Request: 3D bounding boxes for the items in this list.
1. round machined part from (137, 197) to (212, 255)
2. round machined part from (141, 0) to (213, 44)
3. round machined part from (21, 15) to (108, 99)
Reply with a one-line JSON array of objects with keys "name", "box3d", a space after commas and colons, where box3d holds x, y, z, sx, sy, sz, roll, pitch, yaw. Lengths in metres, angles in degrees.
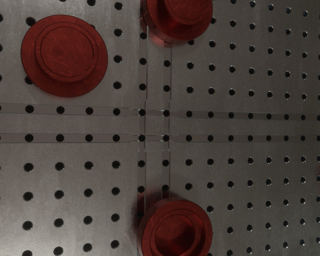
[{"name": "round machined part", "box3d": [0.016, 0.140, 0.411, 0.099, 0.042, 0.097, 0, 90, -21]}, {"name": "round machined part", "box3d": [0.028, -0.166, 0.415, 0.099, 0.042, 0.097, 0, 90, -20]}, {"name": "round machined part", "box3d": [-0.110, -0.085, 0.363, 0.099, 0.042, 0.097, 0, 90, -21]}]
